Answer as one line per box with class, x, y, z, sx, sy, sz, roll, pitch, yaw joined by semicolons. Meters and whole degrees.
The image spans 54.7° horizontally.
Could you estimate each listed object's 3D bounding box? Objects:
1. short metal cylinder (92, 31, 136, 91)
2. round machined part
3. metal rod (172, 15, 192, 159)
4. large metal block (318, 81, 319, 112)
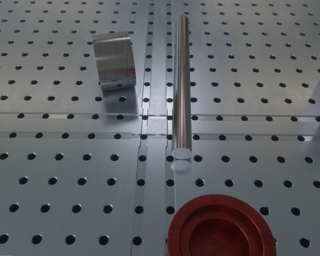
short metal cylinder;-0.067;-0.098;0.454;0.050;0.080;0.080;-10;51;-8
round machined part;0.056;0.117;0.298;0.099;0.042;0.098;0;50;0
metal rod;0.034;-0.083;0.477;0.025;0.025;0.300;2;50;2
large metal block;0.260;-0.058;0.423;0.050;0.080;0.080;11;51;9
